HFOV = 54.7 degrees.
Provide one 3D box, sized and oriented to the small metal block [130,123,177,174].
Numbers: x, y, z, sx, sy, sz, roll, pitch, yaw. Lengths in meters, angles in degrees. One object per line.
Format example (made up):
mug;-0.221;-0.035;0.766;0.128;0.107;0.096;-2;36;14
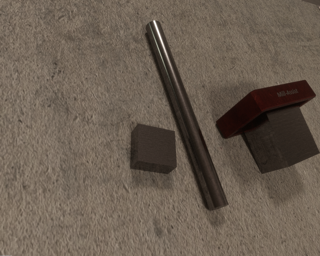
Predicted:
small metal block;-0.008;0.026;0.385;0.050;0.025;0.050;12;57;-22

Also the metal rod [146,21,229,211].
metal rod;0.031;-0.033;0.442;0.025;0.025;0.299;-4;64;-30

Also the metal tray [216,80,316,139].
metal tray;0.160;-0.028;0.467;0.131;0.090;0.030;-14;69;-34

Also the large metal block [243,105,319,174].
large metal block;0.183;0.016;0.471;0.081;0.050;0.080;-13;78;-34
